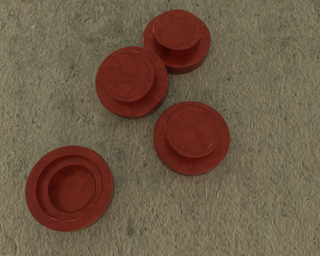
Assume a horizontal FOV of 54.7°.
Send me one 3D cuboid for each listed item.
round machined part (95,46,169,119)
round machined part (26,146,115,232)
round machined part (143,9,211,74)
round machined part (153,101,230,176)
[{"bbox_3d":[-0.039,-0.063,0.410,0.098,0.042,0.097,-1,81,8],"label":"round machined part"},{"bbox_3d":[-0.103,0.073,0.371,0.099,0.042,0.098,0,70,0],"label":"round machined part"},{"bbox_3d":[0.024,-0.130,0.447,0.099,0.042,0.098,0,70,0],"label":"round machined part"},{"bbox_3d":[0.041,0.010,0.396,0.099,0.042,0.098,0,70,0],"label":"round machined part"}]
